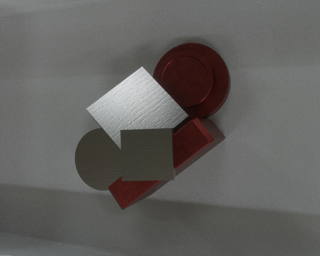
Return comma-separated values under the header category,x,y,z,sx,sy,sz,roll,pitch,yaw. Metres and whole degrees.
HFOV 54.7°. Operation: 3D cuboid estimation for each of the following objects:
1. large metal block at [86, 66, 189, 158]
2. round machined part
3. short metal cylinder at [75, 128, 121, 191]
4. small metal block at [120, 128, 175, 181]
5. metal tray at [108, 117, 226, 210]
category,x,y,z,sx,sy,sz,roll,pitch,yaw
large metal block,-0.025,-0.010,0.365,0.080,0.050,0.080,-39,76,-10
round machined part,0.036,-0.058,0.386,0.098,0.042,0.097,0,90,19
short metal cylinder,-0.066,0.040,0.417,0.080,0.050,0.079,0,90,19
small metal block,-0.011,0.026,0.311,0.050,0.025,0.050,-2,89,6
metal tray,0.012,0.040,0.369,0.130,0.090,0.030,-39,77,15
